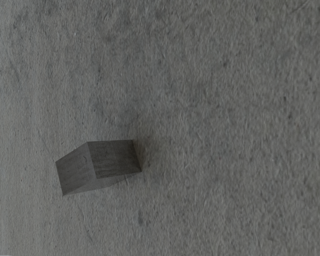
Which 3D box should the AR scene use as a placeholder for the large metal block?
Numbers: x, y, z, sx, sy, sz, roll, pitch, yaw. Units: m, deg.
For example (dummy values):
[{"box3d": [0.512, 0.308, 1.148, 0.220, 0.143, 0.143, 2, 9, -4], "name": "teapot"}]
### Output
[{"box3d": [-0.088, 0.056, 0.443, 0.080, 0.081, 0.050, -29, 72, 36], "name": "large metal block"}]
